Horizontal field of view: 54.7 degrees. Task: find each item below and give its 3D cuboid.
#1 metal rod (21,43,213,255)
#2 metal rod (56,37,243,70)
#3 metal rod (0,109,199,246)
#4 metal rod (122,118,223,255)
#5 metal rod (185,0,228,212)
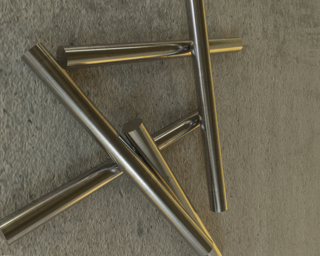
[{"bbox_3d":[-0.035,0.037,0.342,0.300,0.025,0.025,51,59,-16],"label":"metal rod"},{"bbox_3d":[0.012,-0.104,0.414,0.302,0.025,0.025,-16,100,-39],"label":"metal rod"},{"bbox_3d":[-0.038,0.038,0.372,0.302,0.025,0.025,-29,109,-36],"label":"metal rod"},{"bbox_3d":[0.034,0.110,0.413,0.025,0.025,0.299,-48,125,-29],"label":"metal rod"},{"bbox_3d":[0.064,-0.032,0.423,0.025,0.025,0.298,-13,99,-39],"label":"metal rod"}]
